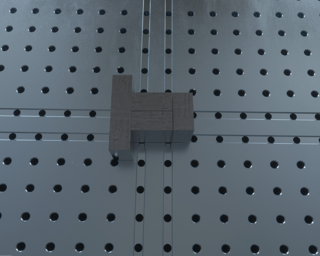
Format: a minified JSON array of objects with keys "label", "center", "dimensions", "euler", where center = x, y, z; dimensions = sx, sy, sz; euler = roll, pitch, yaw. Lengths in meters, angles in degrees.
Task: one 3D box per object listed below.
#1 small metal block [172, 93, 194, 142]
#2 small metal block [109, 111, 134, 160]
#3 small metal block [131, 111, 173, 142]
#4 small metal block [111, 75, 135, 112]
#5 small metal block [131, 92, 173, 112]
[{"label":"small metal block","center":[0.028,-0.013,0.403],"dimensions":[0.025,0.050,0.050],"euler":[0,70,0]},{"label":"small metal block","center":[-0.048,0.011,0.393],"dimensions":[0.025,0.050,0.050],"euler":[0,70,0]},{"label":"small metal block","center":[-0.010,-0.001,0.398],"dimensions":[0.050,0.050,0.025],"euler":[0,70,-1]},{"label":"small metal block","center":[-0.048,-0.036,0.410],"dimensions":[0.025,0.050,0.050],"euler":[0,70,0]},{"label":"small metal block","center":[-0.010,-0.024,0.406],"dimensions":[0.050,0.050,0.025],"euler":[0,70,-1]}]
